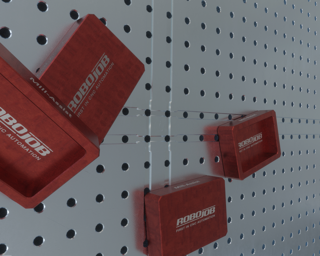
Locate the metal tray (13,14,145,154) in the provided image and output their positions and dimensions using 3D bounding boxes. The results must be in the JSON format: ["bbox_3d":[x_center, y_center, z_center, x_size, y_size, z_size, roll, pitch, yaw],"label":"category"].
[{"bbox_3d":[-0.082,-0.045,0.336,0.090,0.030,0.130,42,65,-32],"label":"metal tray"}]

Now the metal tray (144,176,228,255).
[{"bbox_3d":[0.041,0.124,0.440,0.131,0.030,0.090,-7,94,-40],"label":"metal tray"}]

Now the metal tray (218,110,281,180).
[{"bbox_3d":[0.158,0.025,0.536,0.131,0.030,0.090,-19,102,-38],"label":"metal tray"}]

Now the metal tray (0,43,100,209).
[{"bbox_3d":[-0.128,0.002,0.268,0.090,0.030,0.130,-39,119,4],"label":"metal tray"}]
